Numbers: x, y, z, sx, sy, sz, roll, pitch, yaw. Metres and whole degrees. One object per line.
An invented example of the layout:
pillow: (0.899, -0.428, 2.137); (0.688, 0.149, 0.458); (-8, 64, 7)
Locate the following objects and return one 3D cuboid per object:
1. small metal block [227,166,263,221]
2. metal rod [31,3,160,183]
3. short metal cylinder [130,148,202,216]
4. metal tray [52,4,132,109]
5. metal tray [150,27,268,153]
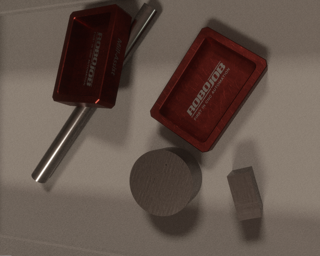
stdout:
small metal block: (0.100, 0.075, 0.362); (0.025, 0.050, 0.050); (-16, 85, 19)
metal rod: (-0.098, -0.042, 0.443); (0.025, 0.025, 0.299); (40, 102, 15)
short metal cylinder: (0.009, 0.065, 0.393); (0.080, 0.050, 0.079); (0, 90, 19)
metal tray: (-0.092, -0.094, 0.416); (0.090, 0.030, 0.129); (6, 83, 34)
metal tray: (0.059, -0.046, 0.386); (0.090, 0.030, 0.129); (36, 101, 16)
